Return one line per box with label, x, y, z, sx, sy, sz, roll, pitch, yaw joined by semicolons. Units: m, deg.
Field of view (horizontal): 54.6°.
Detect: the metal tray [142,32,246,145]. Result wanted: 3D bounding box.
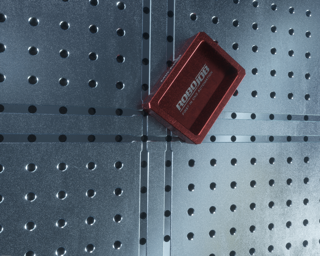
metal tray;0.049;-0.054;0.427;0.090;0.030;0.130;38;78;-16
